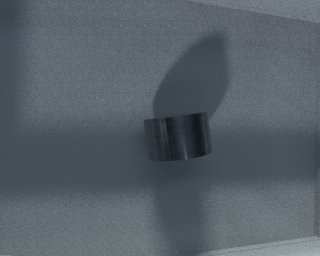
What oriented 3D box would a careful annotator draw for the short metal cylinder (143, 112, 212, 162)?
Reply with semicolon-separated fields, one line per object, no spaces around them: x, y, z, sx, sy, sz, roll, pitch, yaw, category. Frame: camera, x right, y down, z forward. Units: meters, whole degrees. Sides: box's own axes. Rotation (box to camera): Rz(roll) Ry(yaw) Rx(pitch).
0.023;0.009;0.389;0.081;0.080;0.050;-9;93;-20;short metal cylinder
